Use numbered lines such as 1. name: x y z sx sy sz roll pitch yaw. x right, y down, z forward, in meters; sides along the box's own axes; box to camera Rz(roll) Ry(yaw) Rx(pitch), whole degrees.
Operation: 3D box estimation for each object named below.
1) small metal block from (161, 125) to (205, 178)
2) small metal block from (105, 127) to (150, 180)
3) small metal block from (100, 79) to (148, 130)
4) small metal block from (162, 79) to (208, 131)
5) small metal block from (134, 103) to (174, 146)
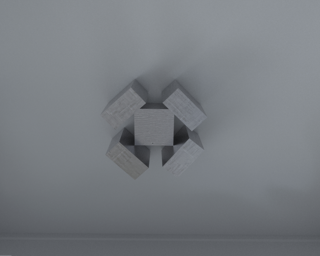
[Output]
1. small metal block: 0.028 0.029 0.406 0.025 0.050 0.050 38 105 -14
2. small metal block: -0.040 0.033 0.408 0.025 0.050 0.050 -43 105 15
3. small metal block: -0.043 -0.031 0.384 0.050 0.050 0.025 -40 105 14
4. small metal block: 0.029 -0.029 0.385 0.025 0.050 0.050 -43 106 13
5. small metal block: -0.007 -0.005 0.407 0.050 0.025 0.050 1 110 -1
